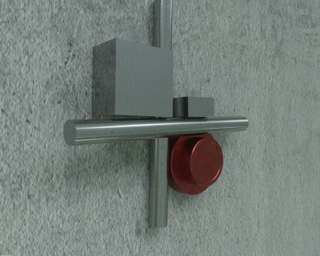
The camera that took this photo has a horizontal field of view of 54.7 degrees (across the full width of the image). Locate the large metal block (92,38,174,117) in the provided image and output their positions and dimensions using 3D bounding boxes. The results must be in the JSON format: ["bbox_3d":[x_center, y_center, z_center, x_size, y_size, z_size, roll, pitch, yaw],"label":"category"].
[{"bbox_3d":[-0.031,-0.053,0.364,0.081,0.050,0.079,1,90,-40],"label":"large metal block"}]

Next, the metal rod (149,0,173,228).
[{"bbox_3d":[0.001,-0.022,0.409,0.025,0.025,0.298,2,89,-40],"label":"metal rod"}]

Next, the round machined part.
[{"bbox_3d":[0.053,0.047,0.441,0.099,0.042,0.097,0,90,-40],"label":"round machined part"}]

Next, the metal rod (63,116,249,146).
[{"bbox_3d":[0.024,-0.001,0.396,0.302,0.025,0.025,-3,92,-44],"label":"metal rod"}]

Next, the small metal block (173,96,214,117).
[{"bbox_3d":[0.038,-0.028,0.425,0.050,0.050,0.025,-2,92,-40],"label":"small metal block"}]
